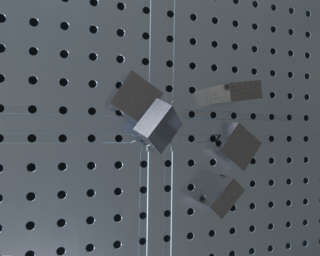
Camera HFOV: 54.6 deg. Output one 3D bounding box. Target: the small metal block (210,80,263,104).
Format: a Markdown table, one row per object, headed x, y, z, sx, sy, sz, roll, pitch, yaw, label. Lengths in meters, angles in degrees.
| x | y | z | sx | sy | sz | roll | pitch | yaw | label |
| --- | --- | --- | --- | --- | --- | --- | --- | --- | --- |
| 0.107 | -0.050 | 0.438 | 0.050 | 0.050 | 0.025 | -8 | 93 | -20 | small metal block |

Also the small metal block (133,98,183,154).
| x | y | z | sx | sy | sz | roll | pitch | yaw | label |
| --- | --- | --- | --- | --- | --- | --- | --- | --- | --- |
| -0.001 | -0.002 | 0.397 | 0.050 | 0.025 | 0.050 | -53 | 148 | -12 | small metal block |

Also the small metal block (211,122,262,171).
| x | y | z | sx | sy | sz | roll | pitch | yaw | label |
| --- | --- | --- | --- | --- | --- | --- | --- | --- | --- |
| 0.112 | 0.027 | 0.454 | 0.050 | 0.025 | 0.050 | 40 | 77 | -16 | small metal block |

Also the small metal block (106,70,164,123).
| x | y | z | sx | sy | sz | roll | pitch | yaw | label |
| --- | --- | --- | --- | --- | --- | --- | --- | --- | --- |
| -0.032 | -0.038 | 0.400 | 0.050 | 0.025 | 0.050 | 35 | 79 | -17 | small metal block |

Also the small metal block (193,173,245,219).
| x | y | z | sx | sy | sz | roll | pitch | yaw | label |
| --- | --- | --- | --- | --- | --- | --- | --- | --- | --- |
| 0.081 | 0.092 | 0.429 | 0.025 | 0.050 | 0.050 | 46 | 76 | -14 | small metal block |
